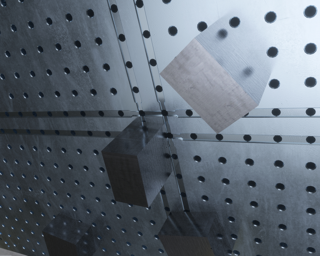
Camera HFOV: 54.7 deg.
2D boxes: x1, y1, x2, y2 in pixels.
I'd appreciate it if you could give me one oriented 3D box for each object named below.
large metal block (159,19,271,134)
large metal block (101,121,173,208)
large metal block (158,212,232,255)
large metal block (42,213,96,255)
[{"bbox_3d":[0.059,-0.054,0.311,0.080,0.080,0.050,46,129,-4],"label":"large metal block"},{"bbox_3d":[-0.027,0.046,0.416,0.050,0.080,0.079,5,121,26],"label":"large metal block"},{"bbox_3d":[0.055,0.176,0.474,0.080,0.050,0.080,-10,114,32],"label":"large metal block"},{"bbox_3d":[-0.184,0.232,0.633,0.080,0.050,0.079,13,124,20],"label":"large metal block"}]
